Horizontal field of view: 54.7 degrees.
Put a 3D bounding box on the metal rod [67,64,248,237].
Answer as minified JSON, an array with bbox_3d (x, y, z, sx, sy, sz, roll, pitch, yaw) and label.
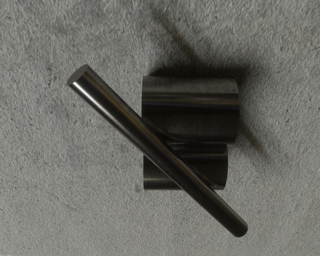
[{"bbox_3d":[0.019,0.046,0.343,0.025,0.025,0.300,-30,125,22],"label":"metal rod"}]

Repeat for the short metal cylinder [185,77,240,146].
[{"bbox_3d":[0.056,-0.019,0.357,0.050,0.080,0.079,1,130,-1],"label":"short metal cylinder"}]

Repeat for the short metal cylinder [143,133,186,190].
[{"bbox_3d":[0.005,0.042,0.408,0.050,0.080,0.079,1,130,-1],"label":"short metal cylinder"}]

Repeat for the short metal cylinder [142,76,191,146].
[{"bbox_3d":[0.006,-0.020,0.356,0.050,0.080,0.079,1,130,-1],"label":"short metal cylinder"}]

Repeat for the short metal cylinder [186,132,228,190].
[{"bbox_3d":[0.056,0.042,0.409,0.050,0.080,0.079,1,130,-1],"label":"short metal cylinder"}]
